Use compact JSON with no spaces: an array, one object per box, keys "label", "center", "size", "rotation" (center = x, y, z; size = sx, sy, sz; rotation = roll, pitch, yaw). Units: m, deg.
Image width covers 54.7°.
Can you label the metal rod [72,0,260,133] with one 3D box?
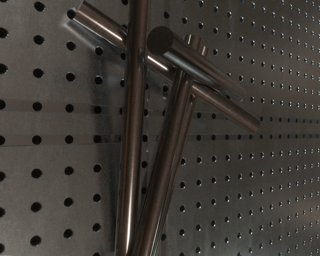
[{"label":"metal rod","center":[0.028,-0.066,0.407],"size":[0.301,0.025,0.025],"rotation":[28,72,-28]}]

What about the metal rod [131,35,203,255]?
[{"label":"metal rod","center":[0.006,0.035,0.370],"size":[0.025,0.025,0.298],"rotation":[17,84,-39]}]

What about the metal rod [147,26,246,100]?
[{"label":"metal rod","center":[0.067,-0.066,0.393],"size":[0.301,0.025,0.025],"rotation":[6,86,-63]}]

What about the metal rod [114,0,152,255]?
[{"label":"metal rod","center":[-0.032,0.007,0.358],"size":[0.025,0.025,0.298],"rotation":[-2,99,-40]}]

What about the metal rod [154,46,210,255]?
[{"label":"metal rod","center":[0.023,0.023,0.430],"size":[0.025,0.025,0.299],"rotation":[26,74,-37]}]
